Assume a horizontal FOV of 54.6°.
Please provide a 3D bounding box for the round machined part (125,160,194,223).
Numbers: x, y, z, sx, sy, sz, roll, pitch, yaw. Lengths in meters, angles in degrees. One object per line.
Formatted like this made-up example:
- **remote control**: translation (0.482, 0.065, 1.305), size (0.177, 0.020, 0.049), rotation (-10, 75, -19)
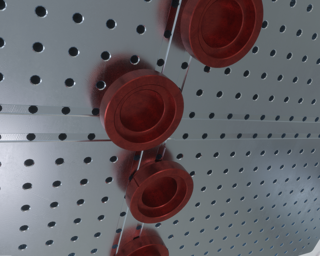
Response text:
- **round machined part**: translation (-0.004, 0.087, 0.451), size (0.099, 0.042, 0.097), rotation (-14, 124, -21)

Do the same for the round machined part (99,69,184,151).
- **round machined part**: translation (-0.024, -0.024, 0.371), size (0.099, 0.042, 0.097), rotation (-14, 124, -21)

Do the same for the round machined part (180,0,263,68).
- **round machined part**: translation (0.067, -0.123, 0.360), size (0.099, 0.042, 0.097), rotation (-14, 124, -21)

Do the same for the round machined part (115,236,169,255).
- **round machined part**: translation (-0.028, 0.235, 0.530), size (0.099, 0.042, 0.097), rotation (-14, 124, -21)
